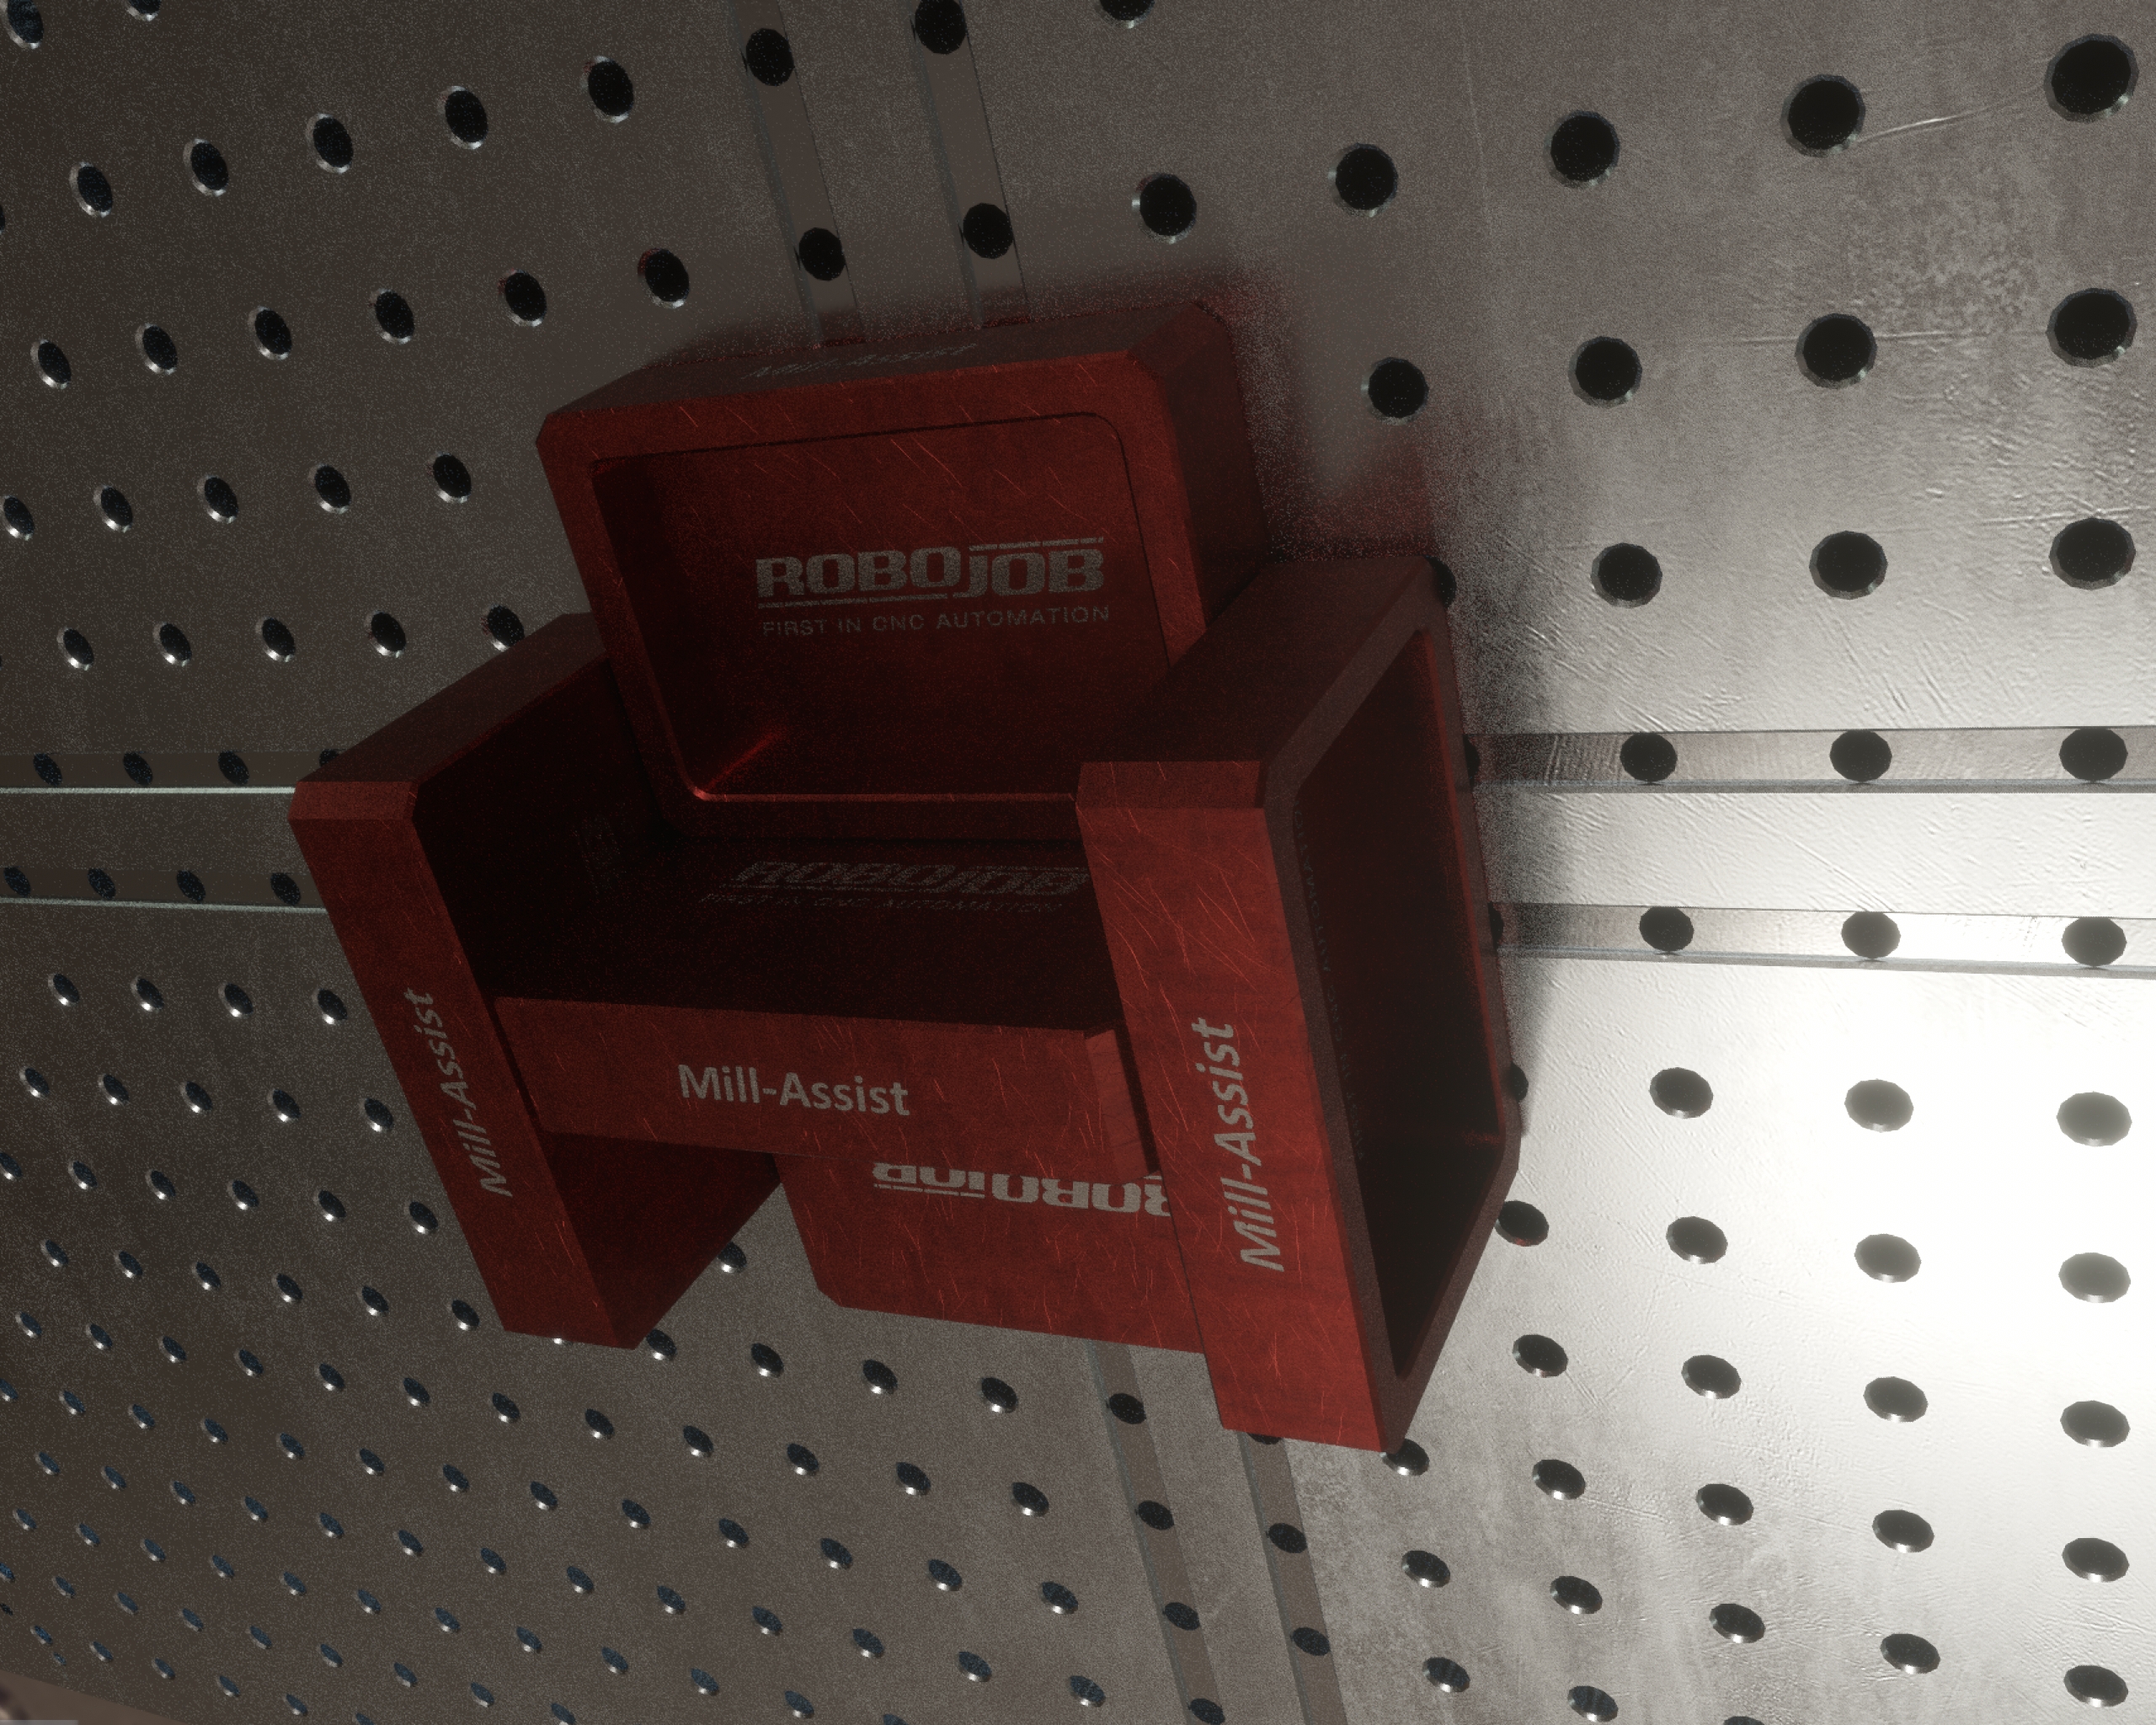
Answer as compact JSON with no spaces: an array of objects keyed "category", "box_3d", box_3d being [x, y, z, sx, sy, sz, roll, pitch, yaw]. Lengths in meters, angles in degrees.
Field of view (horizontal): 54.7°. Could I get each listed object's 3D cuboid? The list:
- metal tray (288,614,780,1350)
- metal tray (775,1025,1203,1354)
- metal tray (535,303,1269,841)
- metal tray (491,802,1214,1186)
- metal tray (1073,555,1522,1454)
[{"category":"metal tray","box_3d":[-0.100,0.023,0.433,0.030,0.090,0.129,1,119,28]},{"category":"metal tray","box_3d":[-0.004,0.057,0.442,0.130,0.030,0.089,1,119,27]},{"category":"metal tray","box_3d":[-0.030,-0.050,0.391,0.130,0.030,0.089,1,119,27]},{"category":"metal tray","box_3d":[-0.031,0.017,0.392,0.130,0.090,0.030,1,119,27]},{"category":"metal tray","box_3d":[0.043,0.023,0.359,0.030,0.090,0.129,1,119,28]}]
